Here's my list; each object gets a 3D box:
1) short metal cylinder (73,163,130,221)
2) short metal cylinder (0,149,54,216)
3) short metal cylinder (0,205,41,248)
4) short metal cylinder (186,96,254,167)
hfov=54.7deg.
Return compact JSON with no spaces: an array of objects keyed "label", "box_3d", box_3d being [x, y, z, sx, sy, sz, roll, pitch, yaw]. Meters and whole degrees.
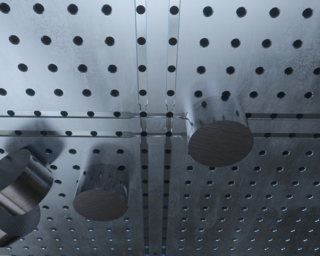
[{"label":"short metal cylinder","box_3d":[-0.089,0.100,0.480,0.081,0.050,0.079,0,130,0]},{"label":"short metal cylinder","box_3d":[-0.200,0.076,0.438,0.080,0.080,0.050,-20,127,16]},{"label":"short metal cylinder","box_3d":[-0.241,0.142,0.494,0.050,0.080,0.080,-35,122,26]},{"label":"short metal cylinder","box_3d":[0.075,0.005,0.400,0.081,0.050,0.079,0,130,0]}]
